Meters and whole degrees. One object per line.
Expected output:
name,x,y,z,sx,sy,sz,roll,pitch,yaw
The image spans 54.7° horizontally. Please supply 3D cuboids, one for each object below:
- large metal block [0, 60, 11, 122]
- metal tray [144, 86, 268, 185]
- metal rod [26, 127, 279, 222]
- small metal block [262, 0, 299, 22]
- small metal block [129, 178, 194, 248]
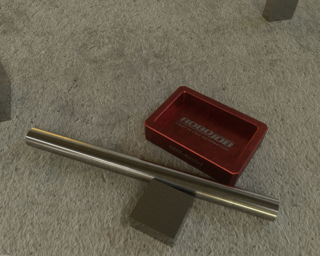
large metal block,-0.255,-0.047,0.424,0.081,0.050,0.080,-13,51,-11
metal tray,0.057,0.005,0.396,0.130,0.030,0.090,29,55,21
metal rod,-0.019,0.049,0.361,0.301,0.025,0.025,15,52,12
small metal block,0.228,-0.232,0.585,0.050,0.050,0.025,-10,51,-9
small metal block,0.002,0.089,0.328,0.050,0.025,0.050,22,53,17
